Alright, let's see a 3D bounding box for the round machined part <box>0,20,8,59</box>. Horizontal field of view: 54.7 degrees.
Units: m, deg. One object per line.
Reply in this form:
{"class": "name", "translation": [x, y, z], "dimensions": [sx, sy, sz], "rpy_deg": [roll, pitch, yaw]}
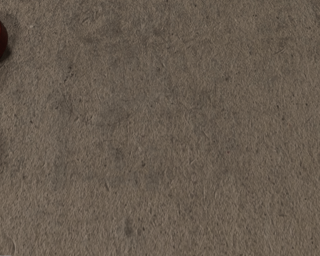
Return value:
{"class": "round machined part", "translation": [-0.266, -0.121, 0.440], "dimensions": [0.099, 0.042, 0.098], "rpy_deg": [0, 70, -1]}
